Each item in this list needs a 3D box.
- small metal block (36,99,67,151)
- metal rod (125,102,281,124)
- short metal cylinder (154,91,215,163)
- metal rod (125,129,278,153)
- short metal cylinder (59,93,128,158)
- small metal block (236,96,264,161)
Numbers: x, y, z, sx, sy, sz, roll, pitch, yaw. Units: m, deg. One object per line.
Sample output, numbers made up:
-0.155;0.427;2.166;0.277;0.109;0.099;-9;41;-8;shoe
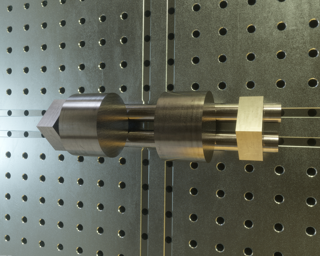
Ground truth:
-0.133;-0.004;0.422;0.025;0.050;0.050;1;48;20;small metal block
0.000;-0.020;0.413;0.301;0.025;0.025;1;91;19;metal rod
0.031;-0.002;0.349;0.050;0.080;0.079;1;90;20;short metal cylinder
-0.003;0.015;0.414;0.301;0.025;0.025;1;91;19;metal rod
-0.080;-0.004;0.388;0.050;0.080;0.079;1;90;20;short metal cylinder
0.100;0.001;0.340;0.025;0.050;0.050;1;49;20;small metal block
